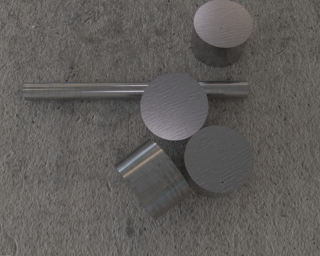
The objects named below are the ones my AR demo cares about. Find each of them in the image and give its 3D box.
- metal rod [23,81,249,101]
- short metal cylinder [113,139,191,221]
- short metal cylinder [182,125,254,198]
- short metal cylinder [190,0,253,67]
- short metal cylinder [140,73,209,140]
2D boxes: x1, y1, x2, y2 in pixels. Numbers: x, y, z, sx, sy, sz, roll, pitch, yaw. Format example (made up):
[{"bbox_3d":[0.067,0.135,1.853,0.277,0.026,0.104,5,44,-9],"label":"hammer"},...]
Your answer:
[{"bbox_3d":[-0.032,-0.051,0.426,0.302,0.025,0.025,-1,70,-1],"label":"metal rod"},{"bbox_3d":[-0.010,0.059,0.357,0.050,0.080,0.080,-36,74,-12],"label":"short metal cylinder"},{"bbox_3d":[0.068,0.043,0.380,0.081,0.050,0.080,0,70,0],"label":"short metal cylinder"},{"bbox_3d":[0.086,-0.135,0.445,0.081,0.050,0.080,0,70,0],"label":"short metal cylinder"},{"bbox_3d":[0.017,-0.027,0.390,0.081,0.050,0.079,0,93,0],"label":"short metal cylinder"}]
